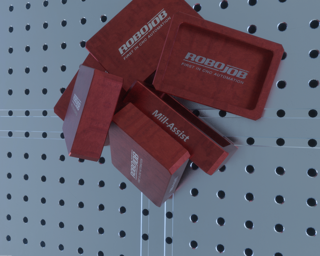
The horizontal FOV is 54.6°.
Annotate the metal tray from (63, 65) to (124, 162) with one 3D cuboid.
[{"bbox_3d":[-0.084,-0.024,0.362,0.030,0.130,0.090,16,97,-23],"label":"metal tray"}]

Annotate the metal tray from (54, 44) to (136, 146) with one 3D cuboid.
[{"bbox_3d":[-0.081,-0.048,0.439,0.090,0.030,0.130,40,103,14],"label":"metal tray"}]

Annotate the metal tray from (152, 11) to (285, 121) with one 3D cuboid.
[{"bbox_3d":[0.065,-0.070,0.361,0.131,0.030,0.090,17,96,-4],"label":"metal tray"}]

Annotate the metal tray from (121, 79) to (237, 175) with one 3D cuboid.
[{"bbox_3d":[0.026,-0.003,0.368,0.130,0.090,0.030,40,103,15],"label":"metal tray"}]

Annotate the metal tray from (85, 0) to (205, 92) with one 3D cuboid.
[{"bbox_3d":[-0.017,-0.114,0.397,0.130,0.030,0.090,-42,80,0],"label":"metal tray"}]

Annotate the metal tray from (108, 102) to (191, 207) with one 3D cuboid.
[{"bbox_3d":[-0.018,0.037,0.368,0.090,0.129,0.030,40,64,15],"label":"metal tray"}]
